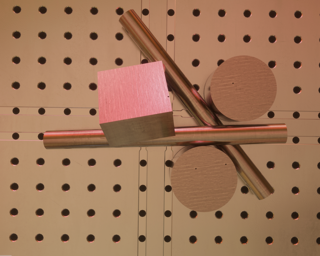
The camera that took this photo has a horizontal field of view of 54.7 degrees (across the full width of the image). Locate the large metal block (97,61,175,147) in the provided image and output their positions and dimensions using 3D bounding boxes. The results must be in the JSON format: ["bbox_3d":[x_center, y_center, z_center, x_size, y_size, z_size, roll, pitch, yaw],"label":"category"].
[{"bbox_3d":[-0.029,-0.030,0.379,0.080,0.050,0.080,-10,55,0],"label":"large metal block"}]

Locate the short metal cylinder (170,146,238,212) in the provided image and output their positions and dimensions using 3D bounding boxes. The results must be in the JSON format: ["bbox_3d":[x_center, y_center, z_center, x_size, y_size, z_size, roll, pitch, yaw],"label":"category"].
[{"bbox_3d":[0.053,0.061,0.398,0.081,0.050,0.079,0,90,0],"label":"short metal cylinder"}]

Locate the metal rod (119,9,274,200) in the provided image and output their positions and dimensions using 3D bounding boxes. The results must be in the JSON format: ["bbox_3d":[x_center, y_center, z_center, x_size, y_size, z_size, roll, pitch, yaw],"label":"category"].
[{"bbox_3d":[0.048,-0.030,0.410,0.025,0.025,0.300,-38,90,0],"label":"metal rod"}]

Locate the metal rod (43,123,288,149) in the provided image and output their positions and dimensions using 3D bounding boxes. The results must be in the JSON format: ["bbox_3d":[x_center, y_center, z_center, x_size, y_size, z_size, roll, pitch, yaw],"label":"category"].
[{"bbox_3d":[0.002,0.011,0.393,0.302,0.025,0.025,-2,90,6],"label":"metal rod"}]

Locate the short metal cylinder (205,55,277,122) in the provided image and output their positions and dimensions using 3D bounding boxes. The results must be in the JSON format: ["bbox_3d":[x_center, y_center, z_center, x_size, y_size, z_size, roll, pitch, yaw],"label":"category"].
[{"bbox_3d":[0.101,-0.048,0.398,0.081,0.050,0.079,0,90,0],"label":"short metal cylinder"}]
